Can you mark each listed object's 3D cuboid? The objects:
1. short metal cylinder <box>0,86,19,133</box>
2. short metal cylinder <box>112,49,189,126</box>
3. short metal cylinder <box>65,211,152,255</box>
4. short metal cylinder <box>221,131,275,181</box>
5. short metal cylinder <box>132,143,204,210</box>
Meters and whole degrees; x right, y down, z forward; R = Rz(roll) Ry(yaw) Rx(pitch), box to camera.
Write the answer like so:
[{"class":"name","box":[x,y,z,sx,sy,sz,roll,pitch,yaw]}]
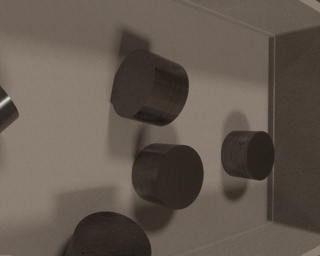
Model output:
[{"class":"short metal cylinder","box":[-0.159,-0.020,0.238,0.050,0.080,0.080,-51,121,-28]},{"class":"short metal cylinder","box":[-0.013,-0.046,0.362,0.050,0.080,0.080,14,81,-40]},{"class":"short metal cylinder","box":[-0.055,0.134,0.317,0.081,0.080,0.050,0,127,-40]},{"class":"short metal cylinder","box":[0.147,0.045,0.517,0.081,0.050,0.079,0,90,-40]},{"class":"short metal cylinder","box":[0.011,0.061,0.402,0.081,0.050,0.079,0,90,-40]}]
